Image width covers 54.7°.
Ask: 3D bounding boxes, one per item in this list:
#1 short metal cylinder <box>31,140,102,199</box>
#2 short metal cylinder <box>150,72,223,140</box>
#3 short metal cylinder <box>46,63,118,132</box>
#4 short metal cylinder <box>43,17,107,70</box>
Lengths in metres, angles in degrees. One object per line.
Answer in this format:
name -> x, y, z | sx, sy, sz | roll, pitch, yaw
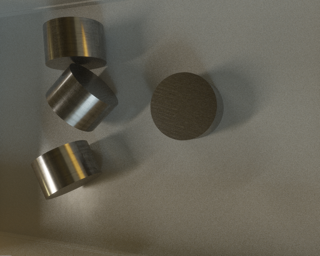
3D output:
short metal cylinder -> -0.127, 0.057, 0.426 | 0.080, 0.080, 0.050 | -30, 80, 17
short metal cylinder -> 0.035, -0.025, 0.385 | 0.080, 0.050, 0.080 | 0, 90, 20
short metal cylinder -> -0.104, -0.041, 0.418 | 0.050, 0.080, 0.080 | -45, 76, 15
short metal cylinder -> -0.115, -0.112, 0.422 | 0.080, 0.080, 0.050 | -5, 88, 20
